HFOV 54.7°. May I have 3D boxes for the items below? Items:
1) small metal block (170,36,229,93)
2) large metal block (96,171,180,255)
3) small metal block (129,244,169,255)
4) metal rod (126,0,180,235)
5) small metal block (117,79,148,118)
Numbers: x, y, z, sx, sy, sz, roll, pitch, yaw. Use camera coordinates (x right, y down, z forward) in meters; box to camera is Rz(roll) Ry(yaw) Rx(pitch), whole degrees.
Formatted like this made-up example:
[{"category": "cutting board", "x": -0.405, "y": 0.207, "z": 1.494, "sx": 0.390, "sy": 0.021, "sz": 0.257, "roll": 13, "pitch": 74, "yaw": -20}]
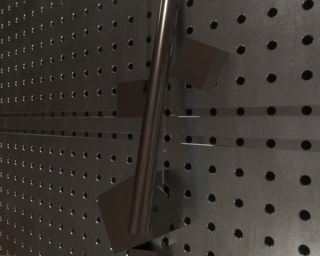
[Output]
[{"category": "small metal block", "x": 0.046, "y": -0.076, "z": 0.370, "sx": 0.050, "sy": 0.025, "sz": 0.050, "roll": 32, "pitch": 110, "yaw": 35}, {"category": "large metal block", "x": -0.031, "y": 0.113, "z": 0.417, "sx": 0.080, "sy": 0.050, "sz": 0.080, "roll": -34, "pitch": 69, "yaw": 34}, {"category": "small metal block", "x": -0.013, "y": 0.186, "z": 0.418, "sx": 0.050, "sy": 0.025, "sz": 0.050, "roll": -12, "pitch": 83, "yaw": 39}, {"category": "metal rod", "x": -0.006, "y": -0.026, "z": 0.378, "sx": 0.025, "sy": 0.025, "sz": 0.298, "roll": 2, "pitch": 81, "yaw": 39}, {"category": "small metal block", "x": -0.034, "y": -0.039, "z": 0.435, "sx": 0.050, "sy": 0.025, "sz": 0.050, "roll": -1, "pitch": 89, "yaw": 39}]
